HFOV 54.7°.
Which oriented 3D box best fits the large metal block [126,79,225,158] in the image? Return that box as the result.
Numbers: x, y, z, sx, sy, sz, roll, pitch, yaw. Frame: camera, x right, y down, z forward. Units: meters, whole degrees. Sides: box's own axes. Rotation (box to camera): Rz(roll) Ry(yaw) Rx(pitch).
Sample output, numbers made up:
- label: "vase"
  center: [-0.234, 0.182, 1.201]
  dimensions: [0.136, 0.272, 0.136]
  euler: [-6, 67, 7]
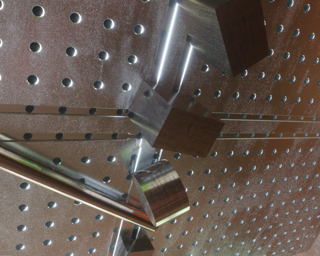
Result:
- label: "large metal block"
  center: [0.017, -0.012, 0.379]
  dimensions: [0.081, 0.080, 0.050]
  euler: [14, 111, -35]

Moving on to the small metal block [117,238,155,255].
- label: "small metal block"
  center: [-0.044, 0.217, 0.524]
  dimensions: [0.050, 0.025, 0.050]
  euler: [7, 115, -32]

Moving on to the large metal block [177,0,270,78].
- label: "large metal block"
  center: [0.069, -0.114, 0.344]
  dimensions: [0.050, 0.080, 0.080]
  euler: [-33, 129, -7]

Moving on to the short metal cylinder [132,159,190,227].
- label: "short metal cylinder"
  center: [-0.001, 0.090, 0.433]
  dimensions: [0.050, 0.080, 0.080]
  euler: [-23, 127, -15]

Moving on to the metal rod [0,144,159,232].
- label: "metal rod"
  center: [-0.103, 0.085, 0.408]
  dimensions: [0.025, 0.025, 0.301]
  euler: [-48, 129, 5]
